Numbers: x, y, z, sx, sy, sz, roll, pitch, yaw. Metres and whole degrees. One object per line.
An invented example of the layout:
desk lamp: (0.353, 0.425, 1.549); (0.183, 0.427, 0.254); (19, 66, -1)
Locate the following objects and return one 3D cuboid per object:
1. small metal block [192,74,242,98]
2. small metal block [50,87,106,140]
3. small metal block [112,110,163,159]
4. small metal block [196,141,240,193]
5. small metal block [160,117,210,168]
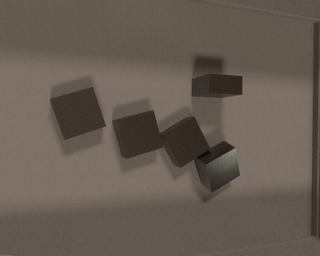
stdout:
small metal block: (0.078, -0.057, 0.427); (0.050, 0.050, 0.025); (0, 90, -20)
small metal block: (-0.099, -0.018, 0.374); (0.050, 0.025, 0.050); (-20, 97, -19)
small metal block: (-0.029, 0.008, 0.401); (0.050, 0.025, 0.050); (-16, 96, -20)
small metal block: (0.081, 0.054, 0.433); (0.050, 0.025, 0.050); (-26, 121, -18)
small metal block: (0.033, 0.019, 0.424); (0.050, 0.025, 0.050); (-31, 100, -18)
